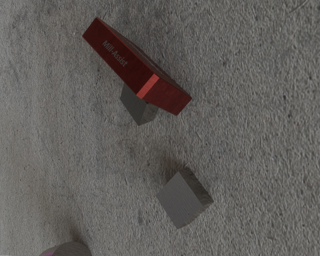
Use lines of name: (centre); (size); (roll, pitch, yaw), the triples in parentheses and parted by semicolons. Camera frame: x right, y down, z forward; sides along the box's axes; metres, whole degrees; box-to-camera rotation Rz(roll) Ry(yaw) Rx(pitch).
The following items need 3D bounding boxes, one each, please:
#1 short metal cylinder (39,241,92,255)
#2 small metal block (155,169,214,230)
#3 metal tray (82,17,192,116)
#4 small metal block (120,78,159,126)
short metal cylinder: (-0.154, 0.228, 0.497); (0.050, 0.081, 0.080); (-29, 72, 36)
small metal block: (0.029, 0.087, 0.381); (0.050, 0.025, 0.050); (-51, 60, 28)
metal tray: (-0.028, -0.075, 0.382); (0.030, 0.090, 0.130); (-49, 60, 12)
small metal block: (-0.026, -0.039, 0.411); (0.050, 0.025, 0.050); (55, 148, 20)
